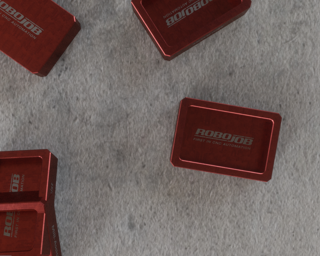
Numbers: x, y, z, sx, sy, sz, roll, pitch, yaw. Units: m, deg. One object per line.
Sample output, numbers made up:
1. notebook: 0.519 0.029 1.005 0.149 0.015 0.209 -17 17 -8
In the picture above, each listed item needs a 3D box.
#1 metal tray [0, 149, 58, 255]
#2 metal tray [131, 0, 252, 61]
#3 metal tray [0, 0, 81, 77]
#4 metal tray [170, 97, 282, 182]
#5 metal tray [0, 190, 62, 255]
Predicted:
1. metal tray: -0.180 0.094 0.381 0.091 0.030 0.130 -3 67 -1
2. metal tray: 0.040 -0.160 0.407 0.130 0.030 0.090 -32 90 -1
3. metal tray: -0.184 -0.140 0.405 0.130 0.030 0.090 35 90 -1
4. metal tray: 0.084 0.015 0.408 0.131 0.030 0.089 10 90 -1
5. metal tray: -0.177 0.145 0.389 0.091 0.030 0.129 -3 105 -1
